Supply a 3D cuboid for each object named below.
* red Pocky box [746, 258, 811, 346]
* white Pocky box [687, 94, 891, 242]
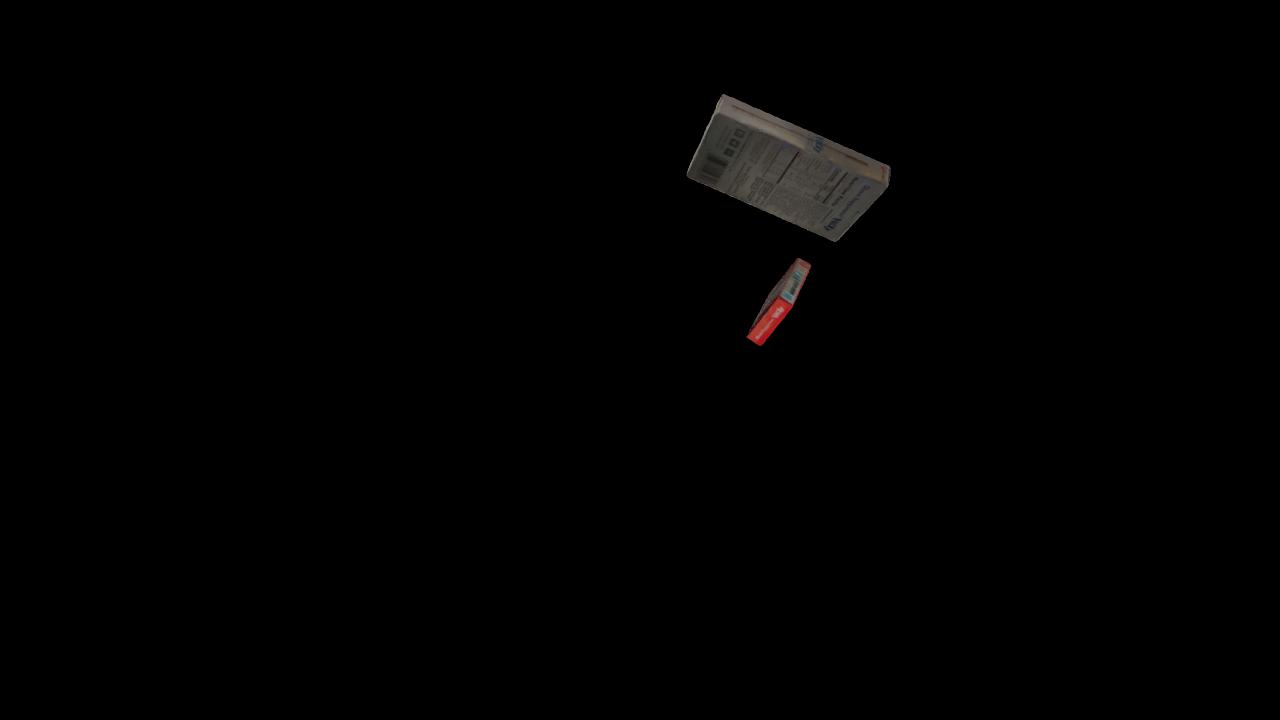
[{"bbox_3d":[0.206,-0.087,0.906,0.028,0.083,0.155,36,39,2],"label":"red Pocky box"},{"bbox_3d":[0.124,-0.162,0.531,0.154,0.028,0.084,21,-27,-6],"label":"white Pocky box"}]
